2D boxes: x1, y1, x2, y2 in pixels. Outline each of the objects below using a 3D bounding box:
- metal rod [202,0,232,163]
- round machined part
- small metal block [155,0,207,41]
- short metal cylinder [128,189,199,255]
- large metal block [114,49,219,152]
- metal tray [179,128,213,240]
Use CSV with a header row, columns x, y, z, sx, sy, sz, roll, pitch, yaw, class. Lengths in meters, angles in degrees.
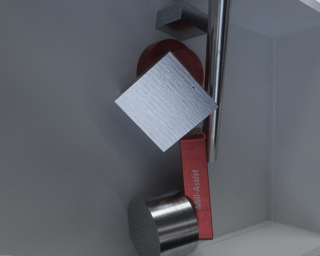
x,y,z,sx,sy,sz,roll,pitch,yaw,class
0.069,-0.074,0.386,0.025,0.025,0.298,-34,137,-35,metal rod
0.021,-0.070,0.415,0.099,0.042,0.097,0,90,-40,round machined part
0.030,-0.143,0.417,0.050,0.050,0.025,13,82,-40,small metal block
0.002,0.118,0.370,0.050,0.080,0.079,-8,96,-30,short metal cylinder
0.008,-0.033,0.361,0.080,0.050,0.080,-40,103,12,large metal block
0.046,0.068,0.408,0.090,0.030,0.129,-51,136,-83,metal tray
